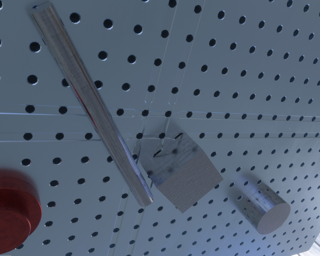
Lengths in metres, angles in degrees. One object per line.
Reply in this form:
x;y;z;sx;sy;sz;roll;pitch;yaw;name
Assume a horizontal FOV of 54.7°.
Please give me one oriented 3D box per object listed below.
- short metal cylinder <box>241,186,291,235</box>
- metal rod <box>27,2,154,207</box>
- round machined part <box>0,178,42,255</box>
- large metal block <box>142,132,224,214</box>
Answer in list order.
0.209;0.163;0.614;0.081;0.050;0.079;-14;125;-21;short metal cylinder
-0.066;-0.001;0.375;0.025;0.025;0.299;-30;129;-10;metal rod
-0.191;0.110;0.364;0.099;0.042;0.097;-14;125;-21;round machined part
0.035;0.067;0.458;0.080;0.050;0.080;-40;130;-2;large metal block
